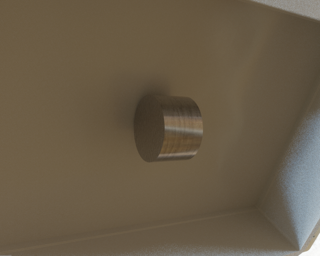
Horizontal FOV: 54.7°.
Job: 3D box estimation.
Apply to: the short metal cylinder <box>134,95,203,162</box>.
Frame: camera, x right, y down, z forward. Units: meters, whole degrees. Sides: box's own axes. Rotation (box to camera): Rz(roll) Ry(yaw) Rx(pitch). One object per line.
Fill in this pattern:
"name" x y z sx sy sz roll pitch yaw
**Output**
"short metal cylinder" 0.008 0.001 0.376 0.050 0.080 0.079 0 118 -29
